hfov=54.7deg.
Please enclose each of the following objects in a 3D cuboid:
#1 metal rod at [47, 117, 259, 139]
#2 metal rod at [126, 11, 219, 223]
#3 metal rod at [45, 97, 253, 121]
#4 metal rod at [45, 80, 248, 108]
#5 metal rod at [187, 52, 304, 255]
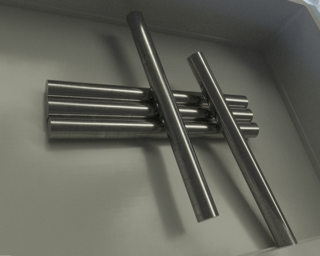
[{"bbox_3d":[0.012,0.002,0.411,0.303,0.025,0.025,1,62,-28],"label":"metal rod"},{"bbox_3d":[0.008,-0.031,0.396,0.025,0.025,0.299,-5,64,-31],"label":"metal rod"},{"bbox_3d":[0.006,-0.020,0.421,0.303,0.025,0.025,1,62,-28],"label":"metal rod"},{"bbox_3d":[0.001,-0.042,0.432,0.303,0.025,0.025,1,62,-28],"label":"metal rod"},{"bbox_3d":[0.110,0.031,0.421,0.025,0.025,0.299,-17,78,-35],"label":"metal rod"}]
